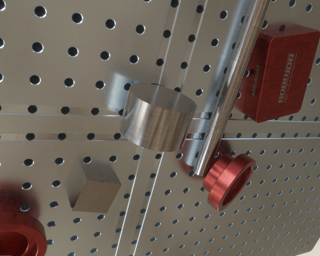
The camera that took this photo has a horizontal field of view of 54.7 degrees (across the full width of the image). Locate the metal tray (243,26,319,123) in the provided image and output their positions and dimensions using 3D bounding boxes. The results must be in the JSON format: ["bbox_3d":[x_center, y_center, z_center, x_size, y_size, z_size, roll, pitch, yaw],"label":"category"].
[{"bbox_3d":[0.177,-0.077,0.456,0.091,0.030,0.129,-14,124,-21],"label":"metal tray"}]

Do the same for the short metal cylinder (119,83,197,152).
[{"bbox_3d":[-0.003,-0.014,0.365,0.081,0.080,0.050,3,117,-30],"label":"short metal cylinder"}]

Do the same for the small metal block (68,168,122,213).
[{"bbox_3d":[-0.088,0.085,0.416,0.050,0.025,0.050,16,110,-35],"label":"small metal block"}]

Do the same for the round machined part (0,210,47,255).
[{"bbox_3d":[-0.194,0.140,0.381,0.099,0.042,0.097,-14,124,-21],"label":"round machined part"}]

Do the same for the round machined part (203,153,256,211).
[{"bbox_3d":[0.105,0.080,0.492,0.099,0.042,0.097,-38,148,-29],"label":"round machined part"}]

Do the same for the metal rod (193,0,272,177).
[{"bbox_3d":[0.099,-0.062,0.426,0.025,0.025,0.298,0,118,-29],"label":"metal rod"}]
